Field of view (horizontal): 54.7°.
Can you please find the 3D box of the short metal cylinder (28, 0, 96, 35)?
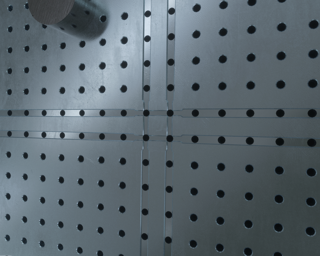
[{"bbox_3d":[-0.141,-0.182,0.449,0.080,0.050,0.079,0,90,20],"label":"short metal cylinder"}]
